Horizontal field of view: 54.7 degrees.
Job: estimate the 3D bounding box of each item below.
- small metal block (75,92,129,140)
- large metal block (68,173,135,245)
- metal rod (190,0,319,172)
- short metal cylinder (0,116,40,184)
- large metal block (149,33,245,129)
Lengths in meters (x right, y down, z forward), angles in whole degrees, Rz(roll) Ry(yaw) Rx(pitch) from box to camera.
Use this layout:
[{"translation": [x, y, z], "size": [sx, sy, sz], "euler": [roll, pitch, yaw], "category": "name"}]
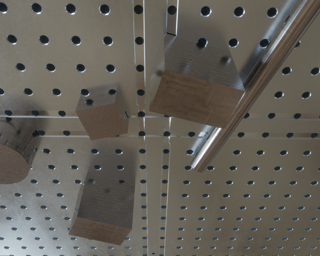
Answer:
[{"translation": [-0.073, -0.015, 0.398], "size": [0.050, 0.025, 0.050], "euler": [-11, 130, 9], "category": "small metal block"}, {"translation": [-0.088, 0.126, 0.481], "size": [0.081, 0.080, 0.050], "euler": [18, 128, -16], "category": "large metal block"}, {"translation": [0.111, -0.050, 0.370], "size": [0.025, 0.025, 0.298], "euler": [17, 128, -14], "category": "metal rod"}, {"translation": [-0.211, 0.031, 0.419], "size": [0.081, 0.050, 0.079], "euler": [-1, 130, 0], "category": "short metal cylinder"}, {"translation": [0.035, -0.052, 0.332], "size": [0.081, 0.080, 0.050], "euler": [13, 129, -12], "category": "large metal block"}]
